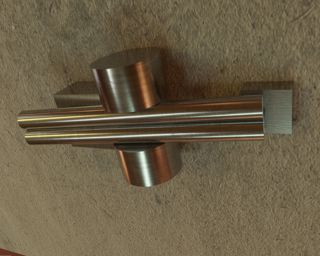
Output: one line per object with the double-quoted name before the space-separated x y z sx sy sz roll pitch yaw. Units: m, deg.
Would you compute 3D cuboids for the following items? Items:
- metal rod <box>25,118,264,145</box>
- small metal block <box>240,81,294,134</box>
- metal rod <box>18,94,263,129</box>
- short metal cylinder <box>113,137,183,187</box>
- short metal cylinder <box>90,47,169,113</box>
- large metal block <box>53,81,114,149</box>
"metal rod" -0.034 0.006 0.372 0.301 0.025 0.025 -2 118 20
"small metal block" 0.116 -0.023 0.333 0.050 0.025 0.050 3 120 27
"metal rod" -0.039 -0.016 0.361 0.301 0.025 0.025 -2 118 20
"short metal cylinder" -0.014 0.031 0.399 0.080 0.080 0.050 2 119 27
"short metal cylinder" -0.034 -0.057 0.355 0.080 0.080 0.050 2 119 27
"large metal block" -0.087 -0.019 0.427 0.080 0.050 0.080 2 119 27
